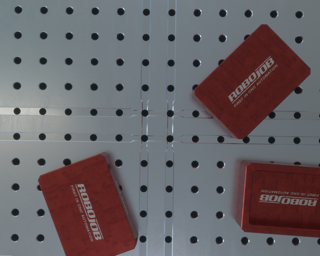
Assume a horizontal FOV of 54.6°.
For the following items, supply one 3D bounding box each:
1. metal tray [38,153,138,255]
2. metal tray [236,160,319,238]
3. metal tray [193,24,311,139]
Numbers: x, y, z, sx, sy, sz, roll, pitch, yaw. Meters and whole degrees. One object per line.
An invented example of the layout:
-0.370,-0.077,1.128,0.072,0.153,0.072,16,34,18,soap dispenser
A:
-0.093,0.108,0.410,0.090,0.030,0.129,-20,90,0,metal tray
0.172,0.093,0.411,0.131,0.030,0.090,5,90,0,metal tray
0.119,-0.060,0.412,0.130,0.030,0.090,-44,90,0,metal tray
